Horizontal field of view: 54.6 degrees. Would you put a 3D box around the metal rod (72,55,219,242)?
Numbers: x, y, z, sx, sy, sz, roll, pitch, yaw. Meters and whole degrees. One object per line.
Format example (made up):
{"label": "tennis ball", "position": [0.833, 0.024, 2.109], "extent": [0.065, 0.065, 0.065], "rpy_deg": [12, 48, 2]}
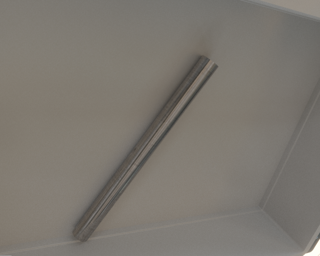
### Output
{"label": "metal rod", "position": [-0.025, 0.034, 0.415], "extent": [0.025, 0.025, 0.299], "rpy_deg": [29, 102, -38]}
